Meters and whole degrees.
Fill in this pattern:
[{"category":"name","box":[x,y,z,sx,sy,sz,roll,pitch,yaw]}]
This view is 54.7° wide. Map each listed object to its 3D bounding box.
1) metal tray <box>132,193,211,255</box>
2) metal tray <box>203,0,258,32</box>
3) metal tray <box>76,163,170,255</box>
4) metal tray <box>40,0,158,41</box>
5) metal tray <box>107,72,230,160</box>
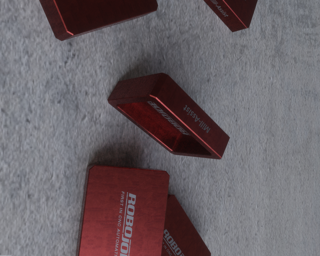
[{"category":"metal tray","box":[0.010,0.161,0.412,0.090,0.030,0.130,-45,117,-31]},{"category":"metal tray","box":[0.106,-0.229,0.492,0.130,0.030,0.090,32,70,-36]},{"category":"metal tray","box":[-0.042,0.109,0.347,0.091,0.030,0.129,8,85,-18]},{"category":"metal tray","box":[-0.070,-0.159,0.344,0.131,0.030,0.090,-32,110,-36]},{"category":"metal tray","box":[0.012,-0.009,0.374,0.130,0.090,0.030,40,65,-33]}]
